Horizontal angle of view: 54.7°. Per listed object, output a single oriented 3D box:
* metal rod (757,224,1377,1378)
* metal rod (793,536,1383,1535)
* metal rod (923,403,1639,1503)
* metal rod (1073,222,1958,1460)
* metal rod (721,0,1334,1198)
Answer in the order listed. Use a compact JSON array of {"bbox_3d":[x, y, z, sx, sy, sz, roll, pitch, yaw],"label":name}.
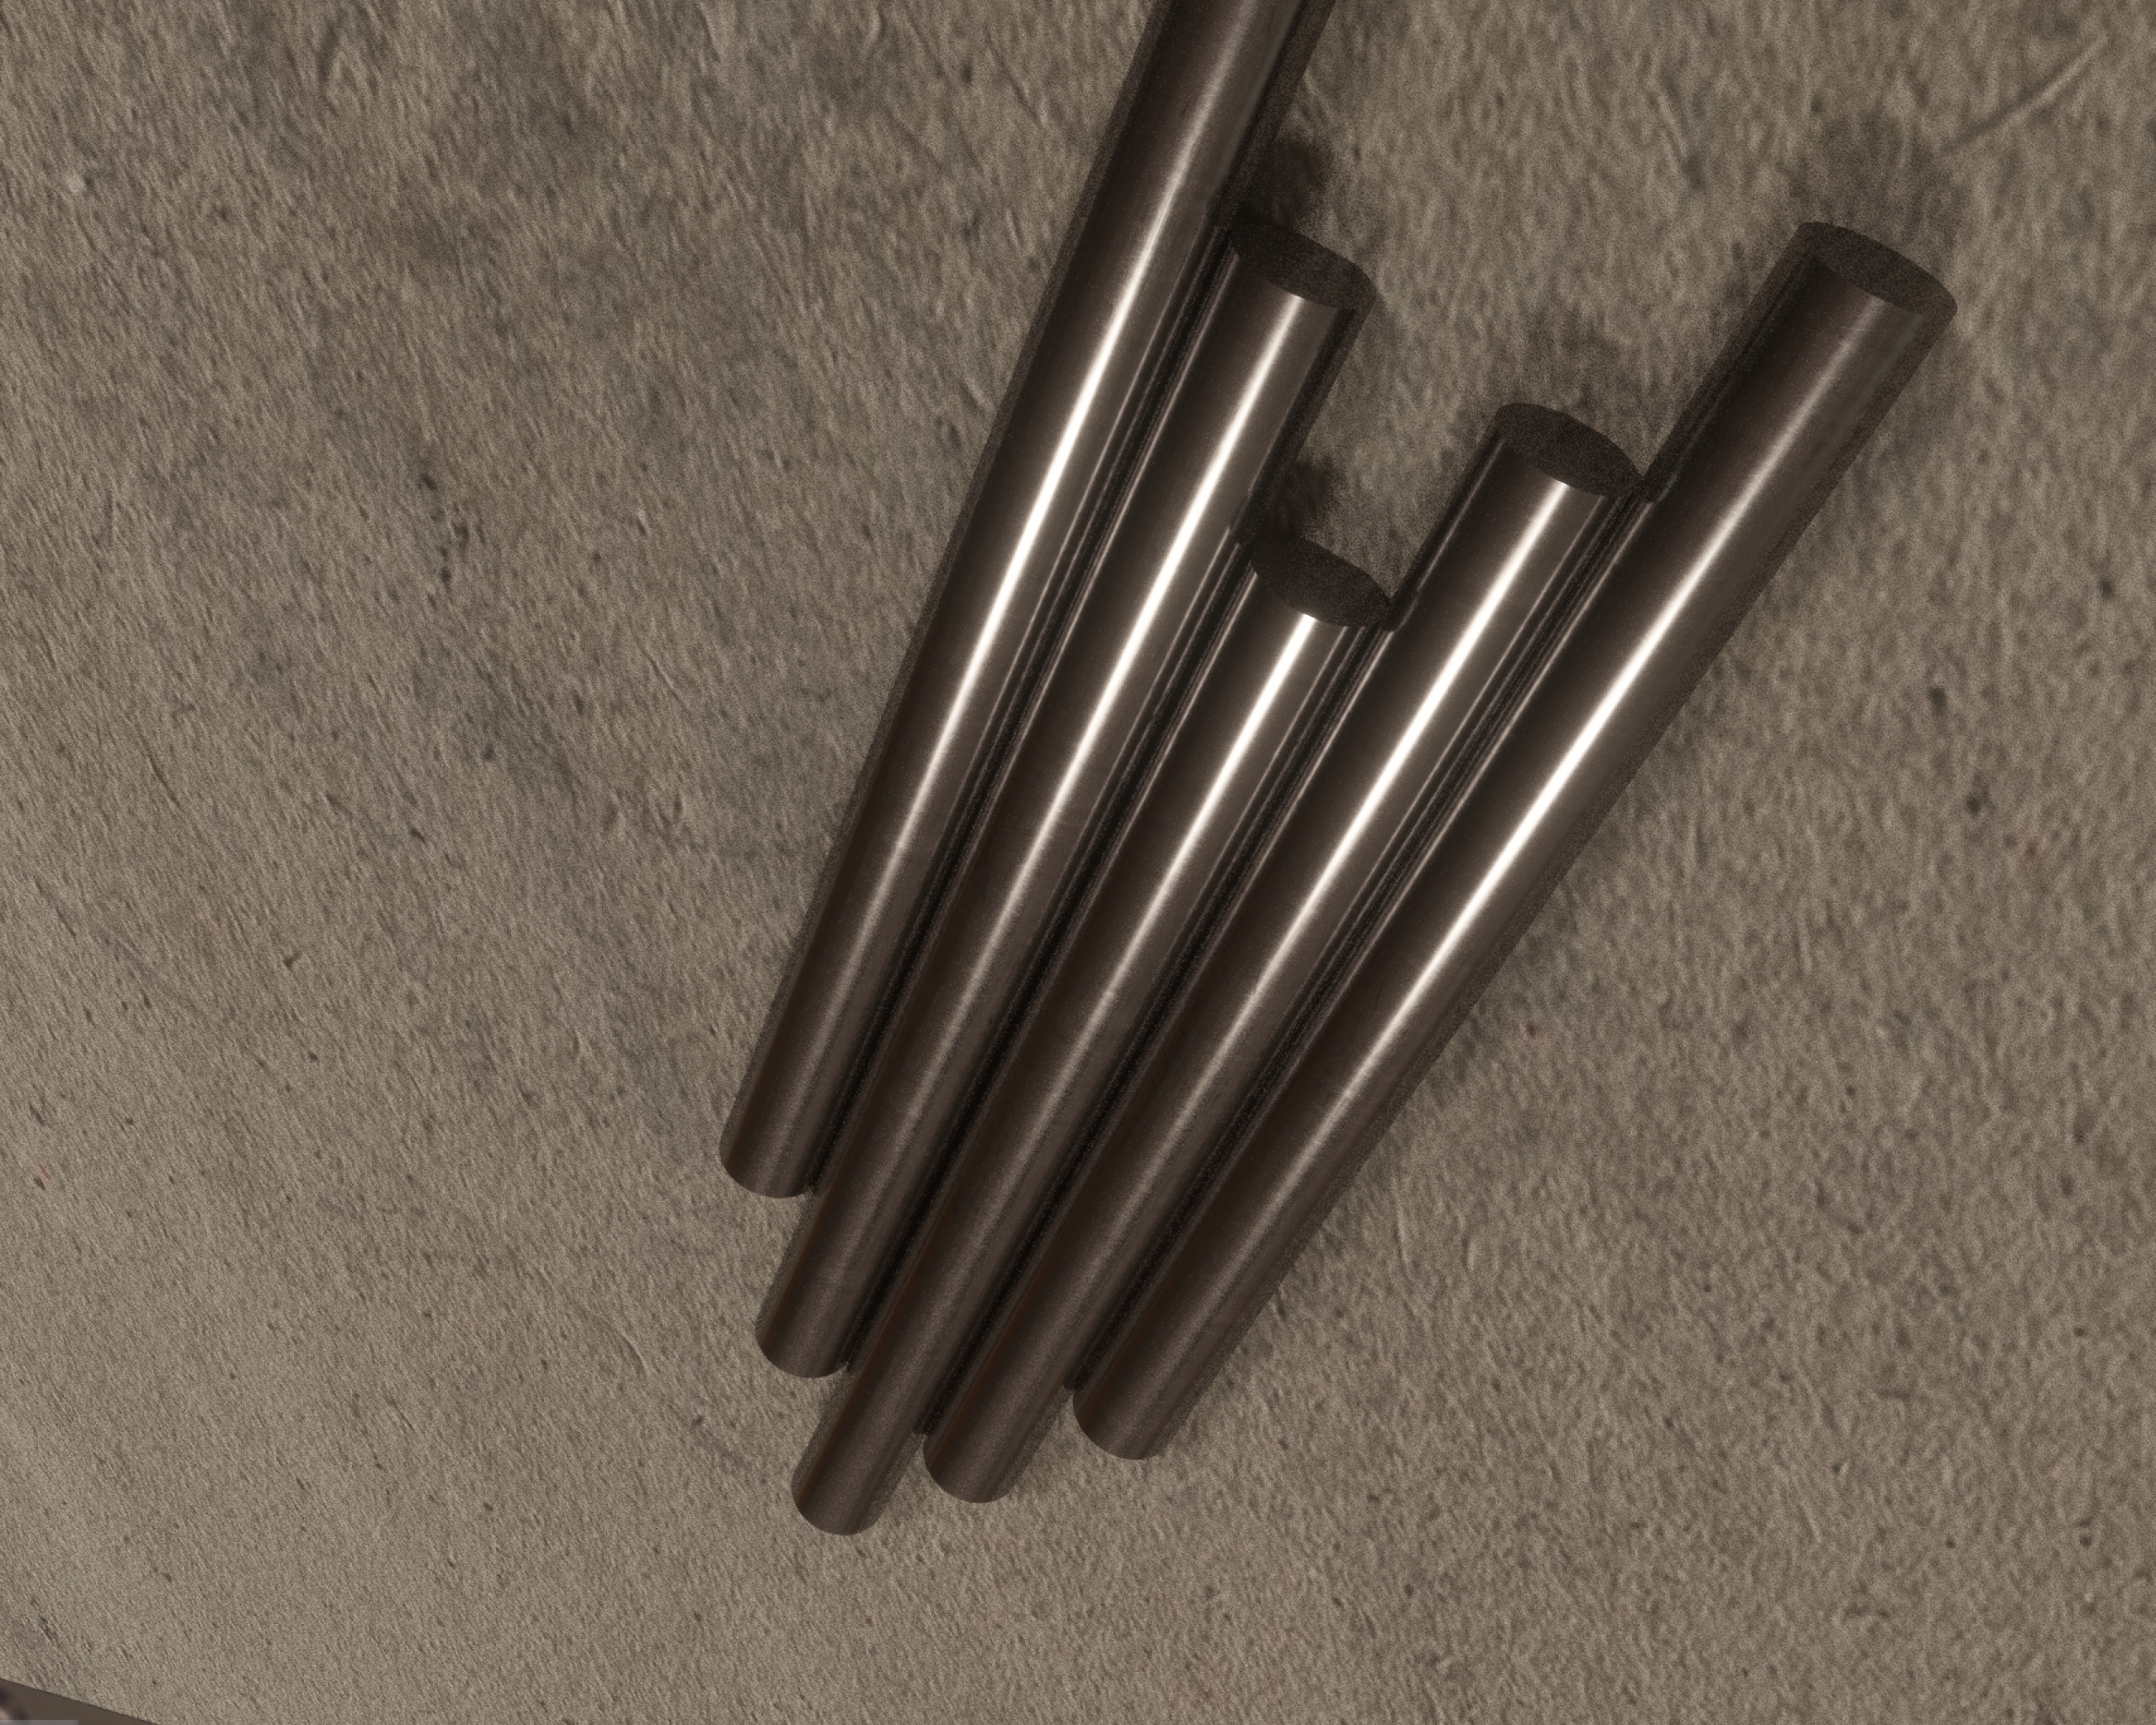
[{"bbox_3d":[-0.016,0.011,0.422,0.025,0.025,0.298,32,128,7],"label":"metal rod"},{"bbox_3d":[-0.010,0.057,0.448,0.025,0.025,0.298,32,128,7],"label":"metal rod"},{"bbox_3d":[0.025,0.040,0.418,0.025,0.025,0.298,32,129,7],"label":"metal rod"},{"bbox_3d":[0.062,0.021,0.387,0.025,0.025,0.298,32,129,7],"label":"metal rod"},{"bbox_3d":[-0.020,-0.037,0.395,0.025,0.025,0.298,32,129,7],"label":"metal rod"}]
